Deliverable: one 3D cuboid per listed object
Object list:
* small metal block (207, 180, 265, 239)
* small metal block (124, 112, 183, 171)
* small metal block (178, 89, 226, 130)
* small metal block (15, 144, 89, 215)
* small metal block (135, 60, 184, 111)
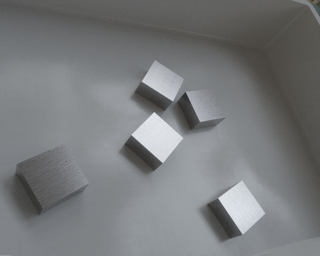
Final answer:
[{"bbox_3d":[0.097,0.103,0.395,0.050,0.025,0.050,-25,75,-37],"label":"small metal block"},{"bbox_3d":[-0.007,0.016,0.392,0.050,0.025,0.050,42,51,0],"label":"small metal block"},{"bbox_3d":[0.061,-0.028,0.455,0.050,0.025,0.050,-10,67,-32],"label":"small metal block"},{"bbox_3d":[-0.110,0.051,0.315,0.050,0.025,0.050,-27,76,-37],"label":"small metal block"},{"bbox_3d":[0.000,-0.061,0.443,0.050,0.025,0.050,32,52,-8],"label":"small metal block"}]
